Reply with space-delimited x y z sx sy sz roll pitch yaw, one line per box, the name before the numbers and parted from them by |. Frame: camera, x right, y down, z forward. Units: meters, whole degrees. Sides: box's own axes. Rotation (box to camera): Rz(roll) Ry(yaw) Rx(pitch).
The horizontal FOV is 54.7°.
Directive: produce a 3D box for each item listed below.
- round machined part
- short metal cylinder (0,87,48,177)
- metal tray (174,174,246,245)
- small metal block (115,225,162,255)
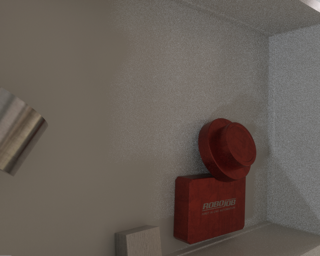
round machined part | 0.108 0.030 0.468 0.099 0.042 0.098 19 58 -33
short metal cylinder | -0.142 -0.002 0.253 0.080 0.080 0.050 41 65 -33
metal tray | 0.080 0.117 0.473 0.131 0.030 0.089 3 88 -40
small metal block | -0.026 0.151 0.382 0.050 0.025 0.050 1 80 -40
